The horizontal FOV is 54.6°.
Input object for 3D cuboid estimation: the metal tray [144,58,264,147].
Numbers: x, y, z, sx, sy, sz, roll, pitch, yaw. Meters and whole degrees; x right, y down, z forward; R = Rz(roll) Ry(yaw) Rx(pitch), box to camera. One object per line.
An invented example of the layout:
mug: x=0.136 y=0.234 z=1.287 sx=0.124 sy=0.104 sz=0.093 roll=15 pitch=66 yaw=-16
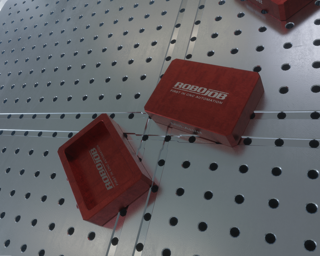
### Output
metal tray: x=0.054 y=-0.038 z=0.401 sx=0.130 sy=0.030 sz=0.090 roll=19 pitch=72 yaw=35

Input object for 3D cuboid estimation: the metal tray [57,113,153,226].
metal tray: x=-0.078 y=0.051 z=0.415 sx=0.090 sy=0.030 sz=0.130 roll=-38 pitch=51 yaw=2

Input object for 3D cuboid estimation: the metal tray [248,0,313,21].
metal tray: x=0.170 y=-0.220 z=0.450 sx=0.090 sy=0.030 sz=0.130 roll=-37 pitch=51 yaw=4
